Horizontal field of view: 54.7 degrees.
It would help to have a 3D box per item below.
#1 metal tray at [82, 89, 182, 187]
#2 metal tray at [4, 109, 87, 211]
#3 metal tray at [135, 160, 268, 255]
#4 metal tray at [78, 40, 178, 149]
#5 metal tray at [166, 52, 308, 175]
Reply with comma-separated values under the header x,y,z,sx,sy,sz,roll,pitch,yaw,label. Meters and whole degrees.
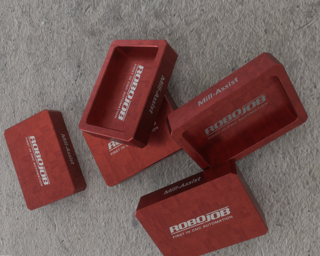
x,y,z,sx,sy,sz,roll,pitch,yaw,label
-0.031,0.011,0.417,0.130,0.030,0.090,-30,80,17,metal tray
-0.175,0.048,0.468,0.090,0.030,0.129,-24,82,18,metal tray
0.048,0.104,0.370,0.130,0.030,0.090,-26,107,18,metal tray
-0.040,-0.047,0.388,0.090,0.030,0.130,11,76,34,metal tray
0.085,-0.010,0.343,0.130,0.090,0.030,-33,36,14,metal tray
